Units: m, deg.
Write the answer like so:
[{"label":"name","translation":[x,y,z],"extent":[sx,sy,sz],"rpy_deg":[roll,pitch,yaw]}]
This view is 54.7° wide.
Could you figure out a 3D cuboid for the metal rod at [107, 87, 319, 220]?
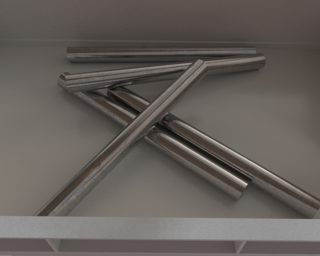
[{"label":"metal rod","translation":[0.050,0.017,0.391],"extent":[0.300,0.025,0.025],"rpy_deg":[31,57,23]}]

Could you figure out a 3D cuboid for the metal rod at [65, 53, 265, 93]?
[{"label":"metal rod","translation":[0.019,-0.083,0.454],"extent":[0.302,0.025,0.025],"rpy_deg":[-10,51,-17]}]

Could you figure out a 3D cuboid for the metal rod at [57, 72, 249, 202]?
[{"label":"metal rod","translation":[-0.025,0.000,0.404],"extent":[0.300,0.025,0.025],"rpy_deg":[31,57,23]}]

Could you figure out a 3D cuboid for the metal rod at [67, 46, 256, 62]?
[{"label":"metal rod","translation":[0.003,-0.121,0.506],"extent":[0.302,0.025,0.025],"rpy_deg":[-1,50,-1]}]

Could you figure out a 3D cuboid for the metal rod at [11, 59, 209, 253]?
[{"label":"metal rod","translation":[-0.041,0.016,0.363],"extent":[0.025,0.025,0.301],"rpy_deg":[34,65,24]}]
